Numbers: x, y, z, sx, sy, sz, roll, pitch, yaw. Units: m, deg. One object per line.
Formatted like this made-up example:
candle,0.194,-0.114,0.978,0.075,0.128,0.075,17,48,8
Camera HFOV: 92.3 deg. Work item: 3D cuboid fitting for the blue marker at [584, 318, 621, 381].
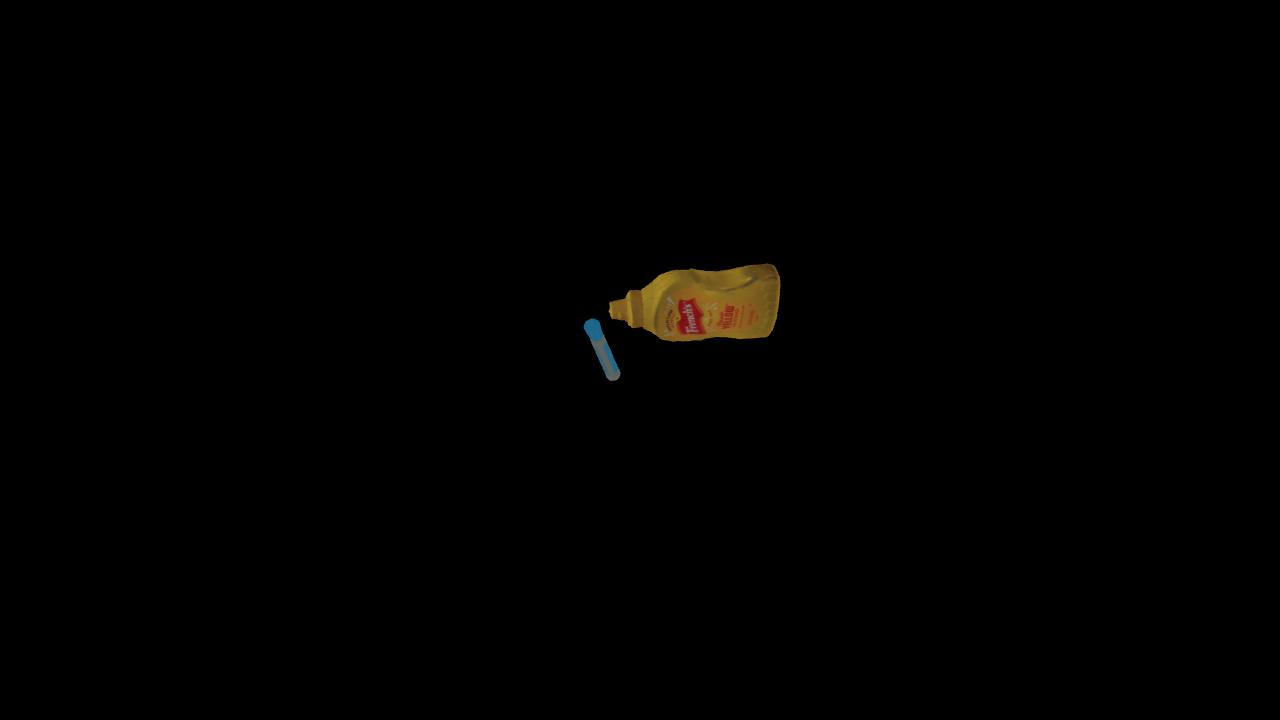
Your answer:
blue marker,-0.044,-0.011,0.734,0.020,0.020,0.121,0,-30,11

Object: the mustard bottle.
mustard bottle,0.057,-0.060,0.682,0.184,0.054,0.092,-3,-39,-4
